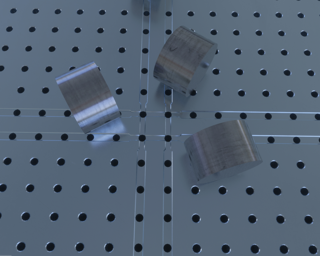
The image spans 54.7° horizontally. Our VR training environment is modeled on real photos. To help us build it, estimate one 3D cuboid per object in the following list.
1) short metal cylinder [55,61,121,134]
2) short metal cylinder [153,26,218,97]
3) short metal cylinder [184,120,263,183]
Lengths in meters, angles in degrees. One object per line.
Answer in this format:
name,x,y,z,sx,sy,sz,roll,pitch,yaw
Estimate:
short metal cylinder,-0.091,-0.039,0.396,0.050,0.080,0.080,-27,73,-10
short metal cylinder,0.034,-0.088,0.415,0.050,0.080,0.080,32,73,10
short metal cylinder,0.075,0.030,0.373,0.081,0.080,0.050,-15,71,-6
